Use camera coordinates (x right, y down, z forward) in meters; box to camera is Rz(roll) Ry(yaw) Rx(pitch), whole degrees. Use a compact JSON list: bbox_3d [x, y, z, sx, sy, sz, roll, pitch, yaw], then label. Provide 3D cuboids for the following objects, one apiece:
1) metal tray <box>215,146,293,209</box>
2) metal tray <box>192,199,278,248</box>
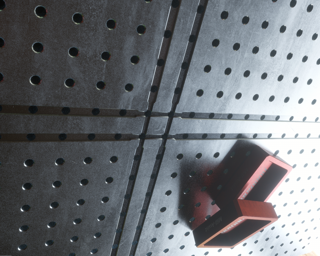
[{"bbox_3d":[0.170,0.103,0.563,0.090,0.030,0.130,24,105,-37],"label":"metal tray"},{"bbox_3d":[0.130,0.173,0.549,0.091,0.030,0.129,13,134,-28],"label":"metal tray"}]
